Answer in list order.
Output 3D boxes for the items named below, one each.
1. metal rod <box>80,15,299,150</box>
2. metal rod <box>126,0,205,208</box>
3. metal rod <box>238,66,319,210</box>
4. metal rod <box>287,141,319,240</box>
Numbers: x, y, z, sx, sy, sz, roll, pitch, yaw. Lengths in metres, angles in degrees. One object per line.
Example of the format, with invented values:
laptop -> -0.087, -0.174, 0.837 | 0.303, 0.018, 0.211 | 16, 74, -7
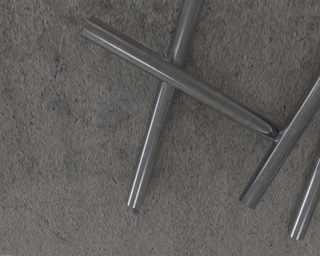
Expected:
metal rod -> 0.050, -0.043, 0.372 | 0.301, 0.025, 0.025 | 26, 108, -18
metal rod -> 0.003, -0.026, 0.399 | 0.025, 0.025, 0.298 | 15, 109, -6
metal rod -> 0.183, -0.031, 0.376 | 0.025, 0.025, 0.299 | 27, 99, -10
metal rod -> 0.230, 0.024, 0.420 | 0.025, 0.025, 0.298 | 8, 110, -3
